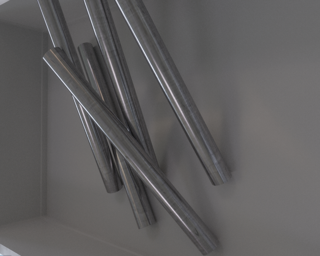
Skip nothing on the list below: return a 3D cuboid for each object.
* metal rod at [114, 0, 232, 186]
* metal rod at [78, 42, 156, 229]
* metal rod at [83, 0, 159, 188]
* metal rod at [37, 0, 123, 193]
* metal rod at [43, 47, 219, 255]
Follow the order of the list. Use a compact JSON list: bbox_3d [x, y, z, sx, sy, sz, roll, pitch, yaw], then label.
[{"bbox_3d":[0.000,-0.071,0.324,0.025,0.025,0.299,-20,103,38],"label":"metal rod"},{"bbox_3d":[-0.070,0.000,0.464,0.025,0.025,0.299,-34,69,35],"label":"metal rod"},{"bbox_3d":[-0.047,-0.060,0.365,0.025,0.025,0.298,1,116,40],"label":"metal rod"},{"bbox_3d":[-0.106,-0.045,0.419,0.025,0.025,0.298,0,114,40],"label":"metal rod"},{"bbox_3d":[-0.037,0.024,0.370,0.300,0.025,0.025,50,122,4],"label":"metal rod"}]
